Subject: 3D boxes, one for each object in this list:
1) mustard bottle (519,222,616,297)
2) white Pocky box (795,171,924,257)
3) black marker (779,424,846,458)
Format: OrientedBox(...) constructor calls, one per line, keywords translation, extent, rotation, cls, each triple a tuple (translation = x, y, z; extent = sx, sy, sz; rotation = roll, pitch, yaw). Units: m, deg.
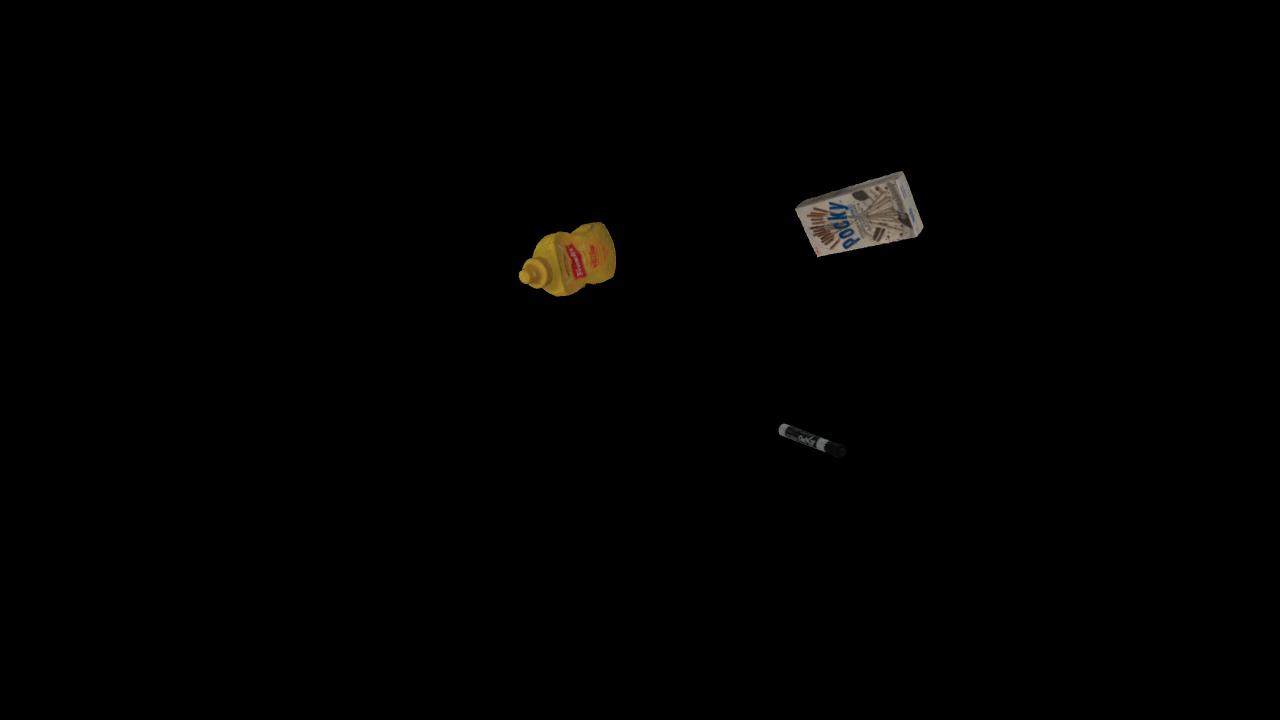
OrientedBox(translation=(-0.106, -0.138, 0.876), extent=(0.054, 0.092, 0.184), rotation=(7, 23, 31), cls="mustard bottle")
OrientedBox(translation=(0.292, -0.192, 0.829), extent=(0.154, 0.084, 0.028), rotation=(-4, 34, 52), cls="white Pocky box")
OrientedBox(translation=(0.237, 0.111, 0.850), extent=(0.020, 0.020, 0.121), rotation=(0, 9, -27), cls="black marker")
